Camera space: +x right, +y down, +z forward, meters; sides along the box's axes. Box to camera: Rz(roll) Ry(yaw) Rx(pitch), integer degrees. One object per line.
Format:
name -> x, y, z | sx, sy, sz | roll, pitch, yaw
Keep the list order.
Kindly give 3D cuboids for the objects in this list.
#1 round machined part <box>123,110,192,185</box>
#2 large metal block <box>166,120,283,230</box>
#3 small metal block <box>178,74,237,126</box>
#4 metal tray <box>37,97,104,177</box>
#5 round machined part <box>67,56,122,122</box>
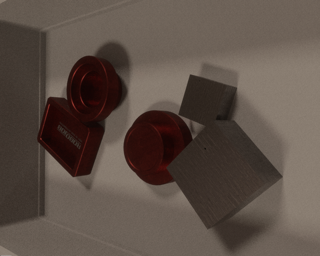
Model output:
round machined part -> -0.009, 0.025, 0.401 | 0.098, 0.042, 0.097 | 0, 90, 39
large metal block -> 0.067, 0.048, 0.334 | 0.080, 0.050, 0.080 | -50, 61, 28
small metal block -> 0.055, -0.031, 0.360 | 0.050, 0.025, 0.050 | 25, 106, 37
metal tray -> -0.157, 0.012, 0.529 | 0.130, 0.030, 0.089 | 33, 110, 34
round machined part -> -0.096, -0.058, 0.472 | 0.098, 0.042, 0.097 | 0, 90, 39
